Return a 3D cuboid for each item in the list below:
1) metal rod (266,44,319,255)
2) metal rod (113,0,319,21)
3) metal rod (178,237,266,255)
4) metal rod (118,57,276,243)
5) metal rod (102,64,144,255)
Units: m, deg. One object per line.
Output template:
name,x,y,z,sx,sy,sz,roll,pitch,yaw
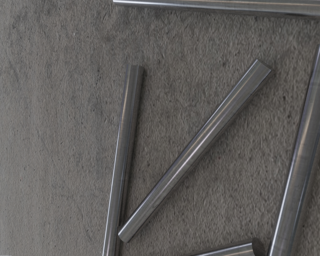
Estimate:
metal rod,0.129,0.072,0.298,0.025,0.025,0.298,16,100,39
metal rod,0.051,-0.148,0.362,0.300,0.025,0.025,21,104,38
metal rod,-0.002,0.188,0.406,0.299,0.025,0.025,-31,71,35
metal rod,0.030,0.045,0.380,0.025,0.025,0.298,50,119,28
metal rod,-0.056,0.059,0.450,0.025,0.025,0.298,14,99,39
